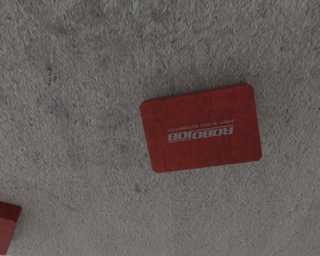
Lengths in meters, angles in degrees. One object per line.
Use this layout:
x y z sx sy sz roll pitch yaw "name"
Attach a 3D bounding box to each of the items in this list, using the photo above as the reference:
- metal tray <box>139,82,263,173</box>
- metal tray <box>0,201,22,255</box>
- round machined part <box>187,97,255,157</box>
0.049 0.001 0.373 0.131 0.030 0.089 -9 101 11 "metal tray"
-0.307 0.175 0.550 0.091 0.030 0.129 20 127 -17 "metal tray"
0.075 0.007 0.403 0.099 0.042 0.097 0 130 0 "round machined part"
